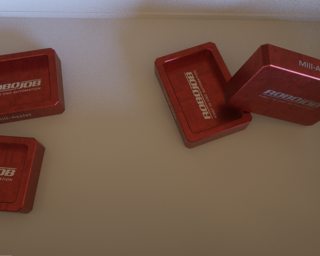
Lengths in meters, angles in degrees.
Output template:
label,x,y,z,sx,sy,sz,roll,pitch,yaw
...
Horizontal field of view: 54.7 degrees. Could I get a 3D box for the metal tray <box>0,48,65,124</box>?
label,x,y,z,sx,sy,sz,roll,pitch,yaw
metal tray,-0.203,-0.056,0.425,0.131,0.030,0.090,-10,70,-4

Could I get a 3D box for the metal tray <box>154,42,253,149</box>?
label,x,y,z,sx,sy,sz,roll,pitch,yaw
metal tray,0.056,-0.047,0.424,0.091,0.030,0.130,-19,71,-7

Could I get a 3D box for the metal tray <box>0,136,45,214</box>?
label,x,y,z,sx,sy,sz,roll,pitch,yaw
metal tray,-0.220,0.055,0.385,0.131,0.030,0.090,4,70,1

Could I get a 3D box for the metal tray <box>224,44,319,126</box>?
label,x,y,z,sx,sy,sz,roll,pitch,yaw
metal tray,0.156,-0.046,0.372,0.131,0.090,0.030,12,62,-14
